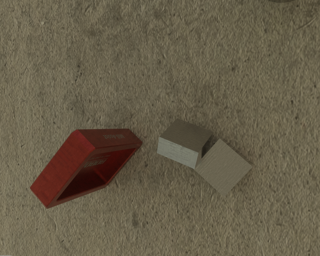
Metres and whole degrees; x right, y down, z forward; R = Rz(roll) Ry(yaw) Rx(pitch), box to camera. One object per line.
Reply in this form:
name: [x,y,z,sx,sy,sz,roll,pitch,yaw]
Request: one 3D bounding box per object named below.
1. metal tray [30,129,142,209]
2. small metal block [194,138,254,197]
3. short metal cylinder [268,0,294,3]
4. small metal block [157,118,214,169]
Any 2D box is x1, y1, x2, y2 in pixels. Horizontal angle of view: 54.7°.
metal tray: [-0.083,0.044,0.382,0.030,0.130,0.090,44,104,15]
small metal block: [0.078,0.047,0.381,0.050,0.025,0.050,43,103,14]
short metal cylinder: [0.141,-0.189,0.346,0.080,0.050,0.079,0,90,20]
small metal block: [0.031,0.018,0.381,0.050,0.050,0.025,22,127,19]
